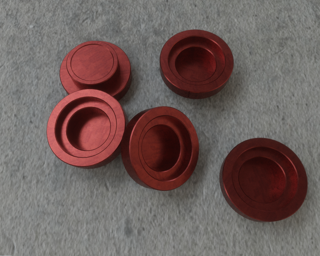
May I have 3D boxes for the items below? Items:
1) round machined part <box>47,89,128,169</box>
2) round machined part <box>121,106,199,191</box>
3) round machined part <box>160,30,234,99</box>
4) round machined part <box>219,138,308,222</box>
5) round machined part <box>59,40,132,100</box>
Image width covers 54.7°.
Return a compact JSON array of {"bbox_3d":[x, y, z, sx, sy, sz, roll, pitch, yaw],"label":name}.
[{"bbox_3d":[-0.087,0.003,0.392,0.099,0.042,0.098,-2,75,7],"label":"round machined part"},{"bbox_3d":[-0.004,0.024,0.374,0.099,0.042,0.097,3,85,-34],"label":"round machined part"},{"bbox_3d":[0.049,-0.084,0.430,0.099,0.042,0.098,0,70,-1],"label":"round machined part"},{"bbox_3d":[0.121,0.064,0.377,0.099,0.042,0.098,0,70,-1],"label":"round machined part"},{"bbox_3d":[-0.089,-0.080,0.427,0.099,0.042,0.098,0,70,0],"label":"round machined part"}]
